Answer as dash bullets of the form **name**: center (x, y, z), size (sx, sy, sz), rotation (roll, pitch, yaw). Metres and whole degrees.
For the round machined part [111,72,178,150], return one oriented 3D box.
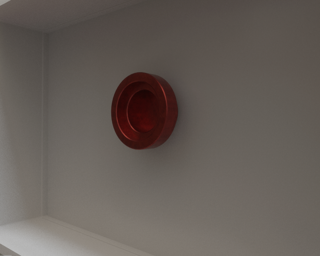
- **round machined part**: center (-0.016, -0.021, 0.406), size (0.098, 0.042, 0.097), rotation (0, 90, 40)
